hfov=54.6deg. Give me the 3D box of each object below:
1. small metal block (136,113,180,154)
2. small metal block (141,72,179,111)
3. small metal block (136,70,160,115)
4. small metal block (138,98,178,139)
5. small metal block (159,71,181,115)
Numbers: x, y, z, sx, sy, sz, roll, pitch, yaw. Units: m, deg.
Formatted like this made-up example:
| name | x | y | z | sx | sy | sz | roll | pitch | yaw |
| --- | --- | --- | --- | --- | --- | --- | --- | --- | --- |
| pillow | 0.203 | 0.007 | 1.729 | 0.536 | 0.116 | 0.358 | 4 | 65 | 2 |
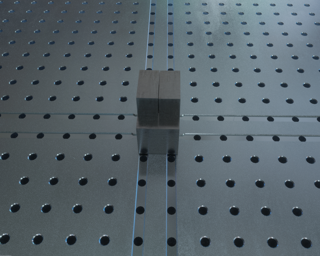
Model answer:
| name | x | y | z | sx | sy | sz | roll | pitch | yaw |
| --- | --- | --- | --- | --- | --- | --- | --- | --- | --- |
| small metal block | -0.002 | 0.008 | 0.385 | 0.050 | 0.050 | 0.025 | 1 | 50 | 1 |
| small metal block | 0.000 | -0.050 | 0.433 | 0.050 | 0.050 | 0.025 | 1 | 50 | 1 |
| small metal block | -0.014 | -0.037 | 0.390 | 0.025 | 0.050 | 0.050 | 2 | 50 | 1 |
| small metal block | -0.001 | -0.013 | 0.418 | 0.050 | 0.025 | 0.050 | 1 | 50 | 2 |
| small metal block | 0.012 | -0.037 | 0.390 | 0.025 | 0.050 | 0.050 | 1 | 50 | 2 |
